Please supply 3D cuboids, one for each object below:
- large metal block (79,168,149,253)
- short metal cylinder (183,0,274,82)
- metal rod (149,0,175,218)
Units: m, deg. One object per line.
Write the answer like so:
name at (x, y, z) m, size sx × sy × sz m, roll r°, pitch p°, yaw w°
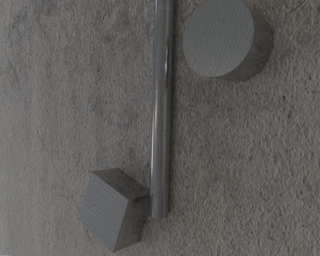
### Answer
large metal block at (-0.063, 0.113, 0.441) m, size 0.080 × 0.050 × 0.079 m, roll 27°, pitch 107°, yaw 36°
short metal cylinder at (0.072, -0.091, 0.329) m, size 0.080 × 0.050 × 0.079 m, roll 0°, pitch 90°, yaw 40°
metal rod at (0.003, -0.034, 0.402) m, size 0.025 × 0.025 × 0.298 m, roll 3°, pitch 92°, yaw 40°
